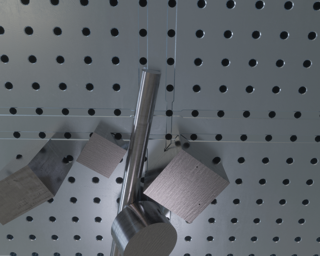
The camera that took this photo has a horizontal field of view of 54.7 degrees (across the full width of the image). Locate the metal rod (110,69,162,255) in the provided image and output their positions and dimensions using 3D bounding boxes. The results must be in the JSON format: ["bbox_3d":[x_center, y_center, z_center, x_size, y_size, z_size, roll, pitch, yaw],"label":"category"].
[{"bbox_3d":[-0.038,0.067,0.437,0.025,0.025,0.298,10,110,-4],"label":"metal rod"}]

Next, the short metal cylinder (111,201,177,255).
[{"bbox_3d":[-0.023,0.152,0.439,0.081,0.050,0.079,-12,118,-24],"label":"short metal cylinder"}]

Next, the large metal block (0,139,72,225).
[{"bbox_3d":[-0.174,0.068,0.407,0.080,0.080,0.050,-30,108,10],"label":"large metal block"}]

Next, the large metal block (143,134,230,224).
[{"bbox_3d":[0.034,0.070,0.426,0.080,0.050,0.080,36,106,-13],"label":"large metal block"}]

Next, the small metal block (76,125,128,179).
[{"bbox_3d":[-0.078,0.033,0.425,0.050,0.025,0.050,31,107,-11],"label":"small metal block"}]
